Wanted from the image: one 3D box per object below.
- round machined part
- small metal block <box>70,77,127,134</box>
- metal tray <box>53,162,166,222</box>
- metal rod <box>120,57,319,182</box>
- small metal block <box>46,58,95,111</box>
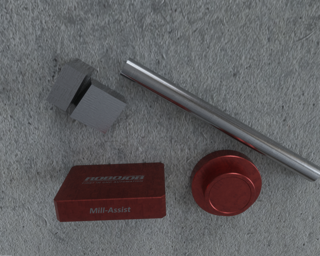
[{"bbox_3d":[0.094,0.083,0.433,0.099,0.042,0.097,0,110,-1],"label":"round machined part"},{"bbox_3d":[-0.079,-0.028,0.392,0.050,0.025,0.050,30,108,-28],"label":"small metal block"},{"bbox_3d":[-0.059,0.080,0.403,0.131,0.090,0.030,-2,110,0],"label":"metal tray"},{"bbox_3d":[0.087,-0.006,0.408,0.301,0.025,0.025,28,107,-11],"label":"metal rod"},{"bbox_3d":[-0.107,-0.054,0.375,0.025,0.050,0.050,31,107,-11],"label":"small metal block"}]
